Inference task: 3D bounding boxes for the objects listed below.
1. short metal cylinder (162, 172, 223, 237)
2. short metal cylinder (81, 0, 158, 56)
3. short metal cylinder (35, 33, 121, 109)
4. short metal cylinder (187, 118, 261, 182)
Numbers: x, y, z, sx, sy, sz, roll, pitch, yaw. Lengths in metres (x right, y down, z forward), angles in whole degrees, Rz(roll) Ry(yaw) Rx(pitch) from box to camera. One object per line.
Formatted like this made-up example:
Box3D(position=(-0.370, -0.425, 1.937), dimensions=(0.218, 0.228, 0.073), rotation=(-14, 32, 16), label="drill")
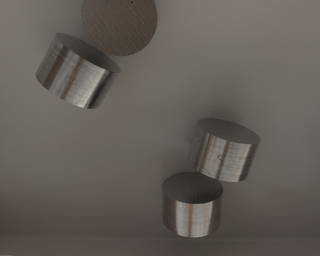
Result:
Box3D(position=(0.043, 0.101, 0.420), dimensions=(0.081, 0.080, 0.050), rotation=(0, 110, -1), label="short metal cylinder")
Box3D(position=(-0.043, -0.125, 0.351), dimensions=(0.081, 0.050, 0.079), rotation=(0, 110, -1), label="short metal cylinder")
Box3D(position=(-0.093, -0.066, 0.357), dimensions=(0.080, 0.080, 0.050), rotation=(31, 107, -11), label="short metal cylinder")
Box3D(position=(0.080, 0.025, 0.393), dimensions=(0.081, 0.080, 0.050), rotation=(11, 110, -5), label="short metal cylinder")
